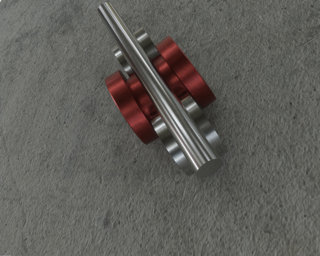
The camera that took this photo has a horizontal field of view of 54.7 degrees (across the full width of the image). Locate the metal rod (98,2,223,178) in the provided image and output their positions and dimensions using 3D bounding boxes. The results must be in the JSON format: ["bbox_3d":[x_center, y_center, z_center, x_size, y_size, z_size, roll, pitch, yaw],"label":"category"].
[{"bbox_3d":[-0.018,-0.067,0.353,0.025,0.025,0.300,-34,52,5],"label":"metal rod"}]

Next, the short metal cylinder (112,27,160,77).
[{"bbox_3d":[-0.024,-0.094,0.438,0.050,0.080,0.080,-34,52,6],"label":"short metal cylinder"}]

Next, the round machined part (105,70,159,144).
[{"bbox_3d":[-0.024,-0.031,0.387,0.042,0.098,0.098,-32,52,3],"label":"round machined part"}]

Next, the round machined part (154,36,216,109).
[{"bbox_3d":[0.024,-0.062,0.383,0.042,0.098,0.098,-37,51,9],"label":"round machined part"}]

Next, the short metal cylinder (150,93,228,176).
[{"bbox_3d":[0.032,0.007,0.347,0.050,0.080,0.080,-34,52,6],"label":"short metal cylinder"}]
